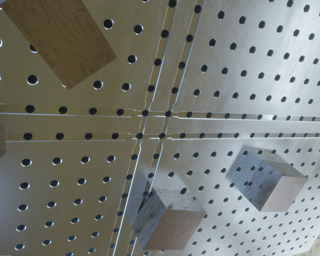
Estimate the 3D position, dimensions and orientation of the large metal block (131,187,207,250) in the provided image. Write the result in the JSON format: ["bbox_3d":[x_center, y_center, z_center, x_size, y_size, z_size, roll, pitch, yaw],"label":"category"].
[{"bbox_3d":[0.013,0.146,0.495,0.081,0.050,0.080,16,110,-35],"label":"large metal block"}]

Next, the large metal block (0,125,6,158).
[{"bbox_3d":[-0.209,0.018,0.292,0.080,0.050,0.080,-45,130,3],"label":"large metal block"}]

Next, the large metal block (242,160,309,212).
[{"bbox_3d":[0.218,0.111,0.586,0.081,0.050,0.079,10,113,-33],"label":"large metal block"}]

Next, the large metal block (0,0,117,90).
[{"bbox_3d":[-0.090,-0.092,0.270,0.050,0.080,0.080,-36,129,-5],"label":"large metal block"}]
